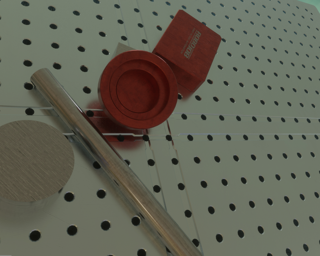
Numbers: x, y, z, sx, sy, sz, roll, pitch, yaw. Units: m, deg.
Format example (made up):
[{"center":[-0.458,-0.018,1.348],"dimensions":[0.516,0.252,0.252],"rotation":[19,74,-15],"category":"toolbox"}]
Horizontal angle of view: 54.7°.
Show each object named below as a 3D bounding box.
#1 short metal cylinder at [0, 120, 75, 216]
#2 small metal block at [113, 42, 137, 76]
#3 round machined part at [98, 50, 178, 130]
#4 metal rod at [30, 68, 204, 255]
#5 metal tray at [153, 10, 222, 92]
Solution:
[{"center":[-0.129,0.039,0.299],"dimensions":[0.081,0.050,0.080],"rotation":[14,56,-21],"category":"short metal cylinder"},{"center":[-0.043,-0.087,0.439],"dimensions":[0.050,0.025,0.050],"rotation":[19,54,-18],"category":"small metal block"},{"center":[-0.030,-0.046,0.395],"dimensions":[0.099,0.042,0.097],"rotation":[2,85,-20],"category":"round machined part"},{"center":[-0.046,0.050,0.353],"dimensions":[0.300,0.025,0.025],"rotation":[49,51,6],"category":"metal rod"},{"center":[0.044,-0.131,0.511],"dimensions":[0.090,0.030,0.130],"rotation":[32,51,-8],"category":"metal tray"}]
